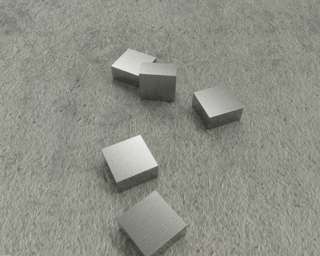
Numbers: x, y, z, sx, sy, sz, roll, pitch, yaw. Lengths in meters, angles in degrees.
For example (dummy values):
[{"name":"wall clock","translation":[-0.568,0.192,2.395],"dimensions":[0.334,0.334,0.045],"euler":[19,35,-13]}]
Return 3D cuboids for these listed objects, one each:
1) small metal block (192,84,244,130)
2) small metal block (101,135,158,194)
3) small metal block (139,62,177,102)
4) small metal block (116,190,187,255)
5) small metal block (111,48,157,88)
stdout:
[{"name":"small metal block","translation":[0.079,-0.030,0.429],"dimensions":[0.050,0.025,0.050],"euler":[-16,52,-13]},{"name":"small metal block","translation":[-0.036,0.042,0.368],"dimensions":[0.050,0.025,0.050],"euler":[-21,53,-17]},{"name":"small metal block","translation":[-0.002,-0.065,0.441],"dimensions":[0.050,0.050,0.025],"euler":[4,50,3]},{"name":"small metal block","translation":[-0.008,0.101,0.318],"dimensions":[0.050,0.025,0.050],"euler":[-32,57,-24]},{"name":"small metal block","translation":[-0.039,-0.093,0.481],"dimensions":[0.050,0.025,0.050],"euler":[22,53,17]}]
